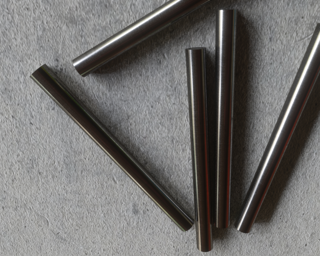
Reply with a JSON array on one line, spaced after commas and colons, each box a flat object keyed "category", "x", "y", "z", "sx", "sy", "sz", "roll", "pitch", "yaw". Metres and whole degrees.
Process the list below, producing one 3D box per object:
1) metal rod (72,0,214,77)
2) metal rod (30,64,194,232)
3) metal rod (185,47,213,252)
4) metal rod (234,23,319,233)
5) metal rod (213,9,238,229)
[{"category": "metal rod", "x": 0.031, "y": -0.143, "z": 0.356, "sx": 0.300, "sy": 0.025, "sz": 0.025, "roll": -28, "pitch": 108, "yaw": 9}, {"category": "metal rod", "x": -0.055, "y": 0.037, "z": 0.422, "sx": 0.025, "sy": 0.025, "sz": 0.300, "roll": -38, "pitch": 106, "yaw": 13}, {"category": "metal rod", "x": 0.056, "y": 0.043, "z": 0.425, "sx": 0.025, "sy": 0.025, "sz": 0.298, "roll": -5, "pitch": 110, "yaw": 2}, {"category": "metal rod", "x": 0.162, "y": 0.014, "z": 0.416, "sx": 0.025, "sy": 0.025, "sz": 0.298, "roll": 14, "pitch": 110, "yaw": -5}, {"category": "metal rod", "x": 0.085, "y": 0.002, "z": 0.411, "sx": 0.025, "sy": 0.025, "sz": 0.298, "roll": -3, "pitch": 110, "yaw": 1}]
